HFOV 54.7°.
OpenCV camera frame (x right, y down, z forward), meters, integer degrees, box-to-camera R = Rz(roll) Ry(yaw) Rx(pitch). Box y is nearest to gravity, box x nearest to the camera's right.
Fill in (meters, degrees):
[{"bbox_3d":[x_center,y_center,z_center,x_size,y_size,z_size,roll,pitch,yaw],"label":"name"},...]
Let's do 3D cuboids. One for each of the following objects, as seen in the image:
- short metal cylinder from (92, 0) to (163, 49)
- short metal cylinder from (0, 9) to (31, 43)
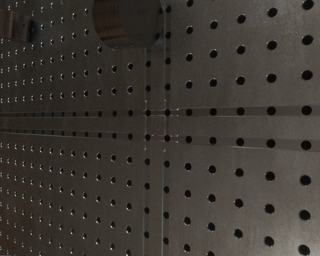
[{"bbox_3d":[-0.041,-0.145,0.405,0.050,0.081,0.079,8,95,39],"label":"short metal cylinder"},{"bbox_3d":[-0.303,-0.204,0.619,0.080,0.081,0.050,15,100,38],"label":"short metal cylinder"}]
